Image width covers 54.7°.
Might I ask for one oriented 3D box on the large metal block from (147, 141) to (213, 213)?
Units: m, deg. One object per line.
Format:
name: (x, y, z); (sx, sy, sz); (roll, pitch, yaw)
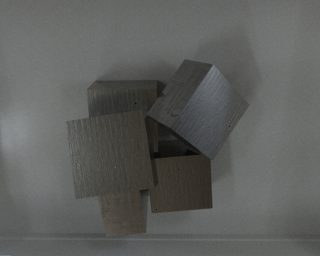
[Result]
large metal block: (0.025, 0.064, 0.418); (0.080, 0.050, 0.079); (-5, 110, 1)

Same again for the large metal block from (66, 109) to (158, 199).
large metal block: (-0.049, 0.028, 0.337); (0.080, 0.050, 0.080); (-9, 85, 3)

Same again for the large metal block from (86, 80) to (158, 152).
large metal block: (-0.043, -0.016, 0.390); (0.081, 0.050, 0.079); (-1, 110, 0)

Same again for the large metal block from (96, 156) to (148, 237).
large metal block: (-0.047, 0.083, 0.410); (0.050, 0.080, 0.079); (-6, 110, 2)

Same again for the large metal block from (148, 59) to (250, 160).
large metal block: (0.045, -0.021, 0.362); (0.080, 0.050, 0.080); (37, 85, -37)
